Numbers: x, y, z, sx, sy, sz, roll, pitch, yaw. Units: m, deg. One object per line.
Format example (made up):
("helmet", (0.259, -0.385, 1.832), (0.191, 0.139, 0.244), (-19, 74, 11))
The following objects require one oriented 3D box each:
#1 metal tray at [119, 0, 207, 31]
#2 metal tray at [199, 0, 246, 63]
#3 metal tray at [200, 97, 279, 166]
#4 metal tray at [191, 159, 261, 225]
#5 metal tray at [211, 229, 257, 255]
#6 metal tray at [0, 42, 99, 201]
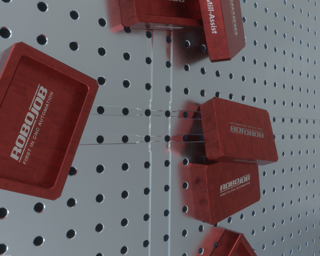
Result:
("metal tray", (0.007, -0.179, 0.410), (0.131, 0.030, 0.090), (-12, 98, -39))
("metal tray", (0.091, -0.171, 0.453), (0.090, 0.030, 0.129), (-44, 126, -50))
("metal tray", (0.125, 0.008, 0.484), (0.131, 0.030, 0.090), (9, 66, -34))
("metal tray", (0.109, 0.089, 0.496), (0.131, 0.030, 0.090), (-11, 97, -39))
("metal tray", (0.128, 0.244, 0.512), (0.090, 0.030, 0.130), (-49, 119, -29))
("metal tray", (-0.123, -0.004, 0.301), (0.090, 0.030, 0.130), (26, 74, -37))
